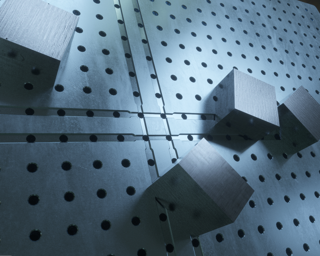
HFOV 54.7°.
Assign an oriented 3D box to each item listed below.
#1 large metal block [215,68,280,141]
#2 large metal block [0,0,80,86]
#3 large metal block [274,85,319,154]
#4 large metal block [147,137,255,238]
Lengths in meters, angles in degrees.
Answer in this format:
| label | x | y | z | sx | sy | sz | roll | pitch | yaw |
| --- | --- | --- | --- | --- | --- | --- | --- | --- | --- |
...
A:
| label | x | y | z | sx | sy | sz | roll | pitch | yaw |
| --- | --- | --- | --- | --- | --- | --- | --- | --- | --- |
| large metal block | 0.136 | -0.036 | 0.490 | 0.080 | 0.050 | 0.080 | 20 | 54 | -17 |
| large metal block | -0.153 | -0.109 | 0.377 | 0.080 | 0.050 | 0.080 | 20 | 54 | -17 |
| large metal block | 0.238 | -0.015 | 0.533 | 0.081 | 0.050 | 0.080 | -34 | 81 | -38 |
| large metal block | 0.044 | 0.071 | 0.355 | 0.080 | 0.080 | 0.050 | 47 | 51 | 4 |
